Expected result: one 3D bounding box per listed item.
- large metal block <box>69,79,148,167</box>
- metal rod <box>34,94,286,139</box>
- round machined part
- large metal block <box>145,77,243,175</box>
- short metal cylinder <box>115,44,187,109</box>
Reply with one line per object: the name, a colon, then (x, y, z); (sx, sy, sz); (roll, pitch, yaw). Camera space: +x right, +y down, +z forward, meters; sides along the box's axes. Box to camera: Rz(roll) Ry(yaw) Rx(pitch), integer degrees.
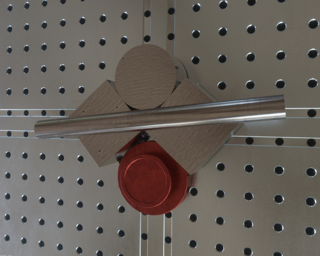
large metal block: (-0.064, -0.006, 0.418); (0.080, 0.050, 0.080); (-41, 79, 15)
metal rod: (-0.017, -0.009, 0.359); (0.301, 0.025, 0.025); (-5, 89, 20)
round machined part: (-0.012, 0.065, 0.403); (0.098, 0.042, 0.097); (0, 90, 19)
large metal block: (0.041, -0.003, 0.378); (0.080, 0.050, 0.080); (44, 105, 14)
short metal cylinder: (-0.010, -0.062, 0.399); (0.080, 0.050, 0.079); (0, 90, 20)
